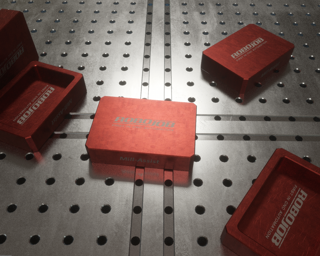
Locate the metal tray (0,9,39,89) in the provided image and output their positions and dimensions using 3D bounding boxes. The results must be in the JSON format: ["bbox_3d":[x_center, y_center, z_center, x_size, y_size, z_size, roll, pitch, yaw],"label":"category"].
[{"bbox_3d":[-0.230,-0.098,0.444,0.030,0.089,0.130,11,51,9],"label":"metal tray"}]

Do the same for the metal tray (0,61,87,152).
[{"bbox_3d":[-0.175,-0.036,0.431,0.090,0.030,0.130,17,52,13],"label":"metal tray"}]

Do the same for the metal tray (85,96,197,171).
[{"bbox_3d":[-0.020,0.004,0.401,0.131,0.030,0.090,5,50,3],"label":"metal tray"}]

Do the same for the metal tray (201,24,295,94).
[{"bbox_3d":[0.142,-0.117,0.505,0.131,0.030,0.090,-34,58,-26],"label":"metal tray"}]

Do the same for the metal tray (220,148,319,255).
[{"bbox_3d":[0.137,0.091,0.329,0.090,0.030,0.131,31,56,23],"label":"metal tray"}]
